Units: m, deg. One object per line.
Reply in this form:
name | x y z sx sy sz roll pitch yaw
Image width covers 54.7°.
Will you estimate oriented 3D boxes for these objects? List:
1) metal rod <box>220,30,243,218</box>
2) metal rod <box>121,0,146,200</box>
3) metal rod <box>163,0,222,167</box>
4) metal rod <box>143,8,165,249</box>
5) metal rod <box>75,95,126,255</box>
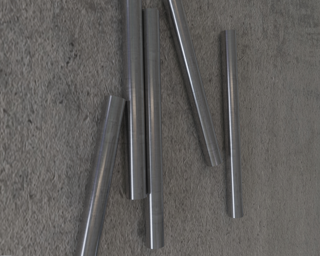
metal rod | 0.116 -0.005 0.501 0.025 0.025 0.298 -5 93 -40
metal rod | -0.033 -0.064 0.376 0.025 0.025 0.298 -2 92 -40
metal rod | 0.042 -0.086 0.439 0.025 0.025 0.298 -27 107 -37
metal rod | -0.010 0.002 0.396 0.025 0.025 0.298 -2 92 -40
metal rod | -0.076 0.112 0.341 0.025 0.025 0.299 15 80 -39
